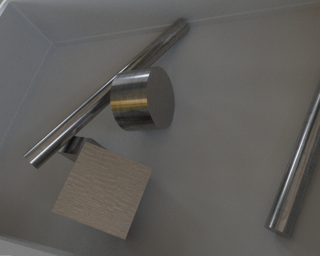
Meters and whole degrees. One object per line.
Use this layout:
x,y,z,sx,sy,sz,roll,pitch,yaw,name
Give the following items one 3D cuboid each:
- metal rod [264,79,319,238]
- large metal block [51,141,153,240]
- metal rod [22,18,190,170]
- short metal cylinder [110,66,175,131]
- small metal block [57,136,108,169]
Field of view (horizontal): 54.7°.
0.177,-0.030,0.331,0.025,0.025,0.300,16,70,34,metal rod
-0.063,0.072,0.353,0.080,0.050,0.080,23,70,-3,large metal block
-0.062,-0.059,0.433,0.025,0.025,0.301,28,64,37,metal rod
-0.020,-0.036,0.402,0.050,0.080,0.080,-4,60,26,short metal cylinder
-0.102,0.034,0.420,0.050,0.050,0.025,5,64,30,small metal block
